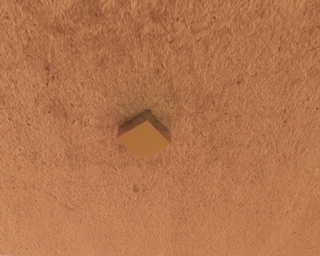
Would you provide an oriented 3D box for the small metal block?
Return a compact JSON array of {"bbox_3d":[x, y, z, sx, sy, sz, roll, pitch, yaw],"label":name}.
[{"bbox_3d":[-0.021,0.009,0.416,0.050,0.025,0.050,-30,125,22],"label":"small metal block"}]
